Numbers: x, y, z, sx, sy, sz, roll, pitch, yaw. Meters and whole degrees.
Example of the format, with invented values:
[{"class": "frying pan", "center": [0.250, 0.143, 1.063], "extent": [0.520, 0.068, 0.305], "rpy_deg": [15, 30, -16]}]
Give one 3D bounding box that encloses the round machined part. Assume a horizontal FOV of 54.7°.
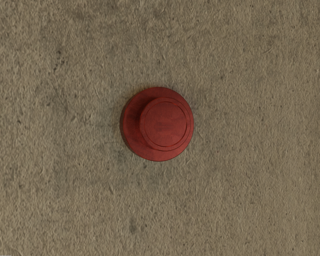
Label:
[{"class": "round machined part", "center": [0.000, -0.005, 0.402], "extent": [0.099, 0.042, 0.097], "rpy_deg": [0, 90, -21]}]
